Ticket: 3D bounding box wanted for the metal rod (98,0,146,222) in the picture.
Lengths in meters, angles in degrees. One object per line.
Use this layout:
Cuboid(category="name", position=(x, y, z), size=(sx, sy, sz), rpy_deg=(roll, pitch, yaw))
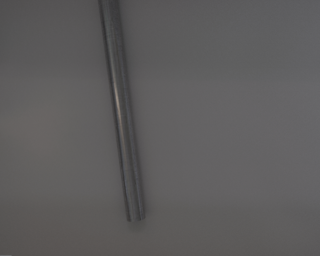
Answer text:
Cuboid(category="metal rod", position=(-0.051, -0.028, 0.411), size=(0.025, 0.025, 0.298), rpy_deg=(-7, 90, 0))
